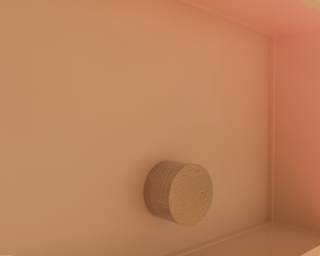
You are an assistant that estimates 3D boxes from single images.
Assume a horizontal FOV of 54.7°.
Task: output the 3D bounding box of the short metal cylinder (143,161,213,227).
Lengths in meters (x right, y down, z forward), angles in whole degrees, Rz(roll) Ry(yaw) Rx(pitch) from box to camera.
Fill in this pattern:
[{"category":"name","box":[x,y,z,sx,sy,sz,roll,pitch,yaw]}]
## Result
[{"category":"short metal cylinder","box":[0.025,0.085,0.414,0.081,0.050,0.079,0,90,-40]}]
